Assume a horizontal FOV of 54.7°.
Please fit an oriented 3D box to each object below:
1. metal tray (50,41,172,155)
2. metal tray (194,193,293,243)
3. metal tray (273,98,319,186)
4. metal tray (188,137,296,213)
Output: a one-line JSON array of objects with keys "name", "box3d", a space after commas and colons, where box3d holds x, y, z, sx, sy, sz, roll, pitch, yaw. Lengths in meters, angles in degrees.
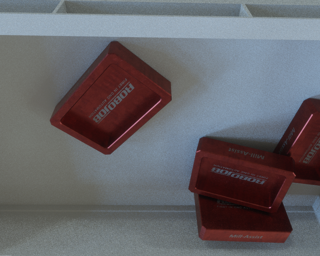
[{"name": "metal tray", "box3d": [-0.060, -0.030, 0.379, 0.090, 0.030, 0.130, 34, 122, -26]}, {"name": "metal tray", "box3d": [0.122, 0.126, 0.475, 0.131, 0.090, 0.030, 3, 130, -4]}, {"name": "metal tray", "box3d": [0.218, 0.025, 0.430, 0.091, 0.030, 0.129, 8, 130, -7]}, {"name": "metal tray", "box3d": [0.112, 0.068, 0.443, 0.131, 0.030, 0.089, 13, 131, 9]}]
